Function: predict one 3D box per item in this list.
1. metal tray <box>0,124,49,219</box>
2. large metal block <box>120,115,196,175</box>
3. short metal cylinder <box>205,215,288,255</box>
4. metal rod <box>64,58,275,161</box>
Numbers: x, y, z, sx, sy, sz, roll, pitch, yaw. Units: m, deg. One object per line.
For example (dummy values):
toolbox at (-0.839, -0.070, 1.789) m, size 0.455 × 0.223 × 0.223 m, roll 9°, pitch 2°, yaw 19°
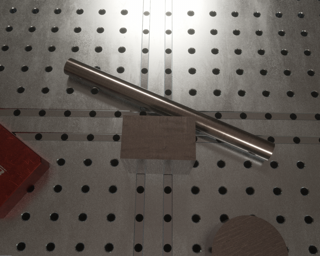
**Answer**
metal tray at (-0.221, 0.040, 0.392) m, size 0.130 × 0.030 × 0.090 m, roll 36°, pitch 73°, yaw 11°
large metal block at (-0.002, 0.023, 0.374) m, size 0.081 × 0.080 × 0.050 m, roll 1°, pitch 70°, yaw 0°
short metal cylinder at (0.094, 0.141, 0.348) m, size 0.081 × 0.050 × 0.080 m, roll 0°, pitch 70°, yaw 0°
metal rod at (0.007, -0.029, 0.422) m, size 0.301 × 0.025 × 0.025 m, roll 24°, pitch 72°, yaw 8°
